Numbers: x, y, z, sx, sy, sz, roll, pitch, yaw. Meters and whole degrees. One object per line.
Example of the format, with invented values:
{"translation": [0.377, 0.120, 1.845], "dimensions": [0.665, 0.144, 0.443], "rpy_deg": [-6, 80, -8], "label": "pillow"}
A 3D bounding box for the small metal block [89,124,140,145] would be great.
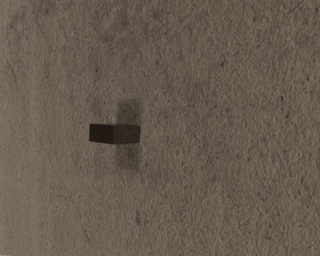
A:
{"translation": [-0.064, 0.008, 0.439], "dimensions": [0.050, 0.050, 0.025], "rpy_deg": [4, 93, 39], "label": "small metal block"}
